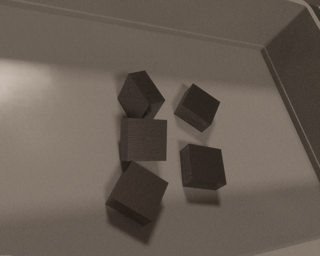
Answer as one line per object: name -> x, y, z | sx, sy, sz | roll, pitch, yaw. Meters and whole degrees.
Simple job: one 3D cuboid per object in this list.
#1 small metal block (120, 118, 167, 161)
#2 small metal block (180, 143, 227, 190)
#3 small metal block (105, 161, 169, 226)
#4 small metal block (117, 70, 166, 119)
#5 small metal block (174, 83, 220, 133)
small metal block -> -0.020, 0.014, 0.375 | 0.050, 0.025, 0.050 | 3, 87, -28
small metal block -> 0.056, 0.052, 0.406 | 0.050, 0.025, 0.050 | 11, 57, -23
small metal block -> -0.025, 0.073, 0.349 | 0.050, 0.025, 0.050 | 33, 51, -8
small metal block -> -0.025, -0.037, 0.397 | 0.025, 0.050, 0.050 | -19, 67, -36
small metal block -> 0.055, -0.030, 0.455 | 0.050, 0.025, 0.050 | 34, 51, -7
